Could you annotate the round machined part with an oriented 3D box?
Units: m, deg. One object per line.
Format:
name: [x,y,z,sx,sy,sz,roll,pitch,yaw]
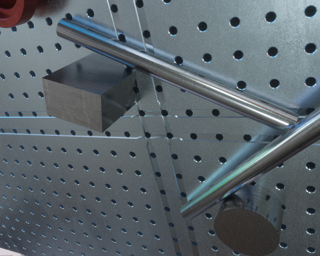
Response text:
round machined part: [-0.193,-0.180,0.388,0.098,0.042,0.097,13,124,20]

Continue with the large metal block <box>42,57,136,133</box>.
large metal block: [-0.086,-0.045,0.391,0.080,0.080,0.050,17,125,18]

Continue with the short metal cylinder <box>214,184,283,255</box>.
short metal cylinder: [0.117,0.120,0.407,0.080,0.050,0.079,13,124,20]

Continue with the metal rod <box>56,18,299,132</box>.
metal rod: [0.010,-0.066,0.364,0.301,0.025,0.025,25,127,12]

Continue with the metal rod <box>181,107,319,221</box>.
metal rod: [0.109,0.047,0.361,0.025,0.025,0.298,40,135,0]
